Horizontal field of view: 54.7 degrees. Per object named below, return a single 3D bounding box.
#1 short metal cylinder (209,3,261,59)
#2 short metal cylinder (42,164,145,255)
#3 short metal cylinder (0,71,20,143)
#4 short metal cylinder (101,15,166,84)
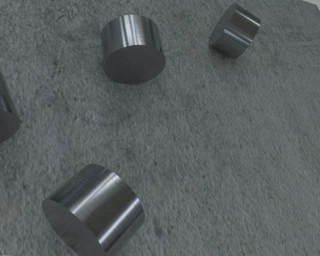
[{"bbox_3d":[0.130,-0.169,0.544,0.050,0.080,0.080,27,52,-12],"label":"short metal cylinder"},{"bbox_3d":[-0.061,0.080,0.287,0.080,0.080,0.050,45,51,3],"label":"short metal cylinder"},{"bbox_3d":[-0.178,-0.016,0.283,0.081,0.080,0.050,-15,70,-34],"label":"short metal cylinder"},{"bbox_3d":[-0.036,-0.102,0.413,0.081,0.080,0.050,3,61,-27],"label":"short metal cylinder"}]
